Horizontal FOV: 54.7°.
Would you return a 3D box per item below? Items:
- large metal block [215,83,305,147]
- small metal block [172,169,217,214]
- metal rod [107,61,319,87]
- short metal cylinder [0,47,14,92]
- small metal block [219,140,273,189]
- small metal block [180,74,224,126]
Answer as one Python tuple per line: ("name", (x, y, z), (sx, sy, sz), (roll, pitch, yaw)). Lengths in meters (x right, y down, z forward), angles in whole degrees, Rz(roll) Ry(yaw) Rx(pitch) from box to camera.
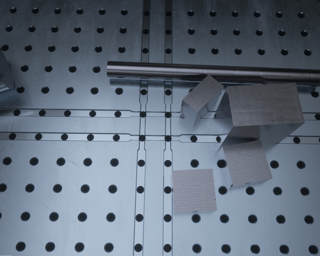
("large metal block", (0.120, -0.014, 0.389), (0.081, 0.080, 0.050), (-3, 70, -2))
("small metal block", (0.041, 0.079, 0.384), (0.050, 0.025, 0.050), (-2, 70, -1))
("metal rod", (0.077, -0.077, 0.440), (0.302, 0.025, 0.025), (2, 70, 0))
("short metal cylinder", (-0.238, -0.081, 0.409), (0.050, 0.080, 0.080), (-21, 72, -7))
("small metal block", (0.108, 0.047, 0.396), (0.050, 0.025, 0.050), (-10, 70, -4))
("small metal block", (0.054, -0.036, 0.412), (0.025, 0.050, 0.050), (43, 75, 13))
